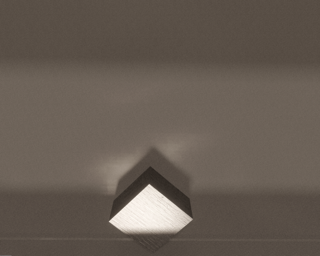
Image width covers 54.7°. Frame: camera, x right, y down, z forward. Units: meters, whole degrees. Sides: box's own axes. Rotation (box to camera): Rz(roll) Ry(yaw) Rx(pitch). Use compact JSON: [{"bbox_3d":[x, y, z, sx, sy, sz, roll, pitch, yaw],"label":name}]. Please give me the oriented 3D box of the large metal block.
[{"bbox_3d":[-0.012,0.116,0.441,0.080,0.050,0.080,42,105,-14],"label":"large metal block"}]
